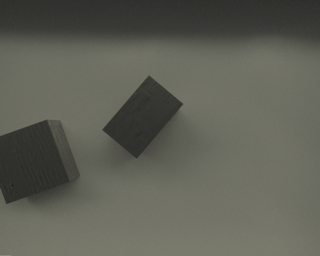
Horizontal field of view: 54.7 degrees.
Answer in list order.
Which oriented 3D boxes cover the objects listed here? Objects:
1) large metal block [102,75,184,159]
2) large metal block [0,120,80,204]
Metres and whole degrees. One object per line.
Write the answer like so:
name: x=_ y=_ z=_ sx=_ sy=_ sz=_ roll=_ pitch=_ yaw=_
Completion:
large metal block: x=-0.019 y=-0.013 z=0.384 sx=0.050 sy=0.080 sz=0.080 roll=40 pitch=90 yaw=-1
large metal block: x=-0.160 y=0.041 z=0.397 sx=0.080 sy=0.050 sz=0.080 roll=-20 pitch=90 yaw=-1
